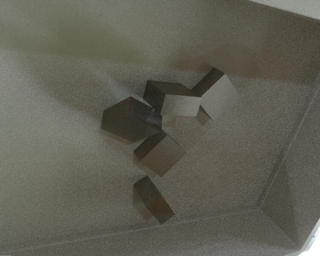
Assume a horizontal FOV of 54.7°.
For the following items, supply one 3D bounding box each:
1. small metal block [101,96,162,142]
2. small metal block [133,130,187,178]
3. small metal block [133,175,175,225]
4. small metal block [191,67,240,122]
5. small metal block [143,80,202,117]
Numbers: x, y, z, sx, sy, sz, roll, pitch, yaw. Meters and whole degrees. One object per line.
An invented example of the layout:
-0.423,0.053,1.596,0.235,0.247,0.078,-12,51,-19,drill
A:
-0.033,-0.008,0.369,0.050,0.025,0.050,-22,144,40,small metal block
0.000,0.034,0.432,0.050,0.025,0.050,-45,130,3,small metal block
-0.009,0.105,0.455,0.025,0.050,0.050,-35,129,-5,small metal block
0.074,-0.045,0.423,0.050,0.025,0.050,-44,130,2,small metal block
0.014,-0.037,0.379,0.050,0.050,0.025,2,115,-30,small metal block
